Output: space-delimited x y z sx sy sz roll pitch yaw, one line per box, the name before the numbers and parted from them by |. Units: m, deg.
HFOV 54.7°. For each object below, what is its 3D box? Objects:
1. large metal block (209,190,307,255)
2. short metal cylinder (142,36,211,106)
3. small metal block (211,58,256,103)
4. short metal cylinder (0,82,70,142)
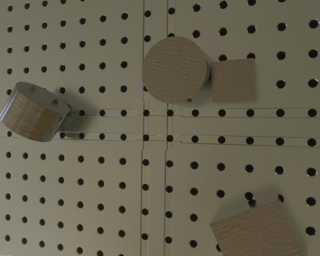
large metal block | 0.115 0.129 0.359 0.080 0.050 0.080 -26 82 18
short metal cylinder | 0.024 -0.069 0.391 0.080 0.050 0.080 0 90 20
small metal block | 0.091 -0.056 0.380 0.050 0.025 0.050 -1 90 20
short metal cylinder | -0.179 -0.023 0.447 0.080 0.080 0.050 38 102 16
